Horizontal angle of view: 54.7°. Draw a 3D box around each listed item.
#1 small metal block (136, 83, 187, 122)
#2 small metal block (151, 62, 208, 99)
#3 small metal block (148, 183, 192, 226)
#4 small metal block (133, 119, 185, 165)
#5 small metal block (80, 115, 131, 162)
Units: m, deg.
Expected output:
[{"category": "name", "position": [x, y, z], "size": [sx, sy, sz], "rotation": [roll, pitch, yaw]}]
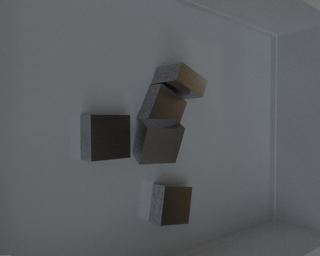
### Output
[{"category": "small metal block", "position": [0.003, -0.024, 0.409], "size": [0.050, 0.025, 0.050], "rotation": [32, 70, -36]}, {"category": "small metal block", "position": [0.026, -0.061, 0.411], "size": [0.050, 0.050, 0.025], "rotation": [27, 73, -37]}, {"category": "small metal block", "position": [0.015, 0.103, 0.419], "size": [0.050, 0.025, 0.050], "rotation": [11, 83, -40]}, {"category": "small metal block", "position": [-0.002, 0.017, 0.385], "size": [0.050, 0.025, 0.050], "rotation": [1, 117, -27]}, {"category": "small metal block", "position": [-0.062, 0.010, 0.354], "size": [0.050, 0.025, 0.050], "rotation": [-1, 91, -40]}]
